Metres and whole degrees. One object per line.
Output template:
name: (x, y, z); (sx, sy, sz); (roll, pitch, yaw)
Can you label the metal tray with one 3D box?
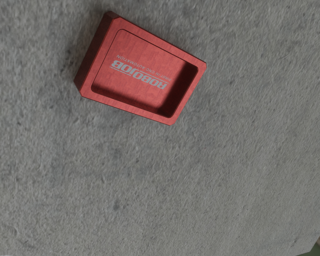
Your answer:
metal tray: (-0.019, -0.062, 0.355); (0.131, 0.030, 0.090); (18, 109, -36)
